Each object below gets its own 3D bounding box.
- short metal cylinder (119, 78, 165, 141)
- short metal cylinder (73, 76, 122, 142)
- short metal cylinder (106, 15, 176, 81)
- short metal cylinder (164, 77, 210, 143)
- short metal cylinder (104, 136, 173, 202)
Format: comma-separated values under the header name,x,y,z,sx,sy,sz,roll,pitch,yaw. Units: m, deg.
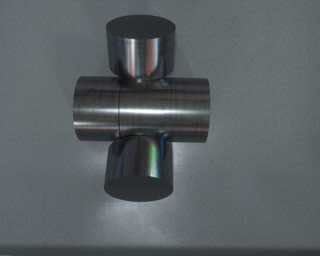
name,x,y,z,sx,sy,sz,roll,pitch,yaw
short metal cylinder,-0.020,-0.023,0.382,0.050,0.080,0.080,1,90,0
short metal cylinder,-0.071,-0.023,0.382,0.050,0.080,0.080,1,90,0
short metal cylinder,-0.023,-0.099,0.375,0.081,0.080,0.050,2,128,0
short metal cylinder,0.031,-0.022,0.383,0.050,0.080,0.080,1,90,0
short metal cylinder,-0.025,0.051,0.375,0.081,0.080,0.050,0,56,0
